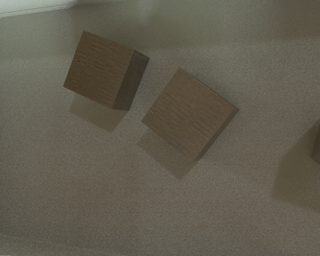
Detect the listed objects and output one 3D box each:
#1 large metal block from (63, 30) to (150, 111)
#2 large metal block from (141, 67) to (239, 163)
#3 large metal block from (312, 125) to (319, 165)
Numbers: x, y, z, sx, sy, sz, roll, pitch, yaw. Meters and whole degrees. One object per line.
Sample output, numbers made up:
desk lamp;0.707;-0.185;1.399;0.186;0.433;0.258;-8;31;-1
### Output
large metal block;-0.072;-0.076;0.423;0.080;0.050;0.080;25;98;18
large metal block;0.038;-0.016;0.384;0.080;0.050;0.080;39;102;15
large metal block;0.205;0.020;0.309;0.080;0.080;0.050;14;95;19
